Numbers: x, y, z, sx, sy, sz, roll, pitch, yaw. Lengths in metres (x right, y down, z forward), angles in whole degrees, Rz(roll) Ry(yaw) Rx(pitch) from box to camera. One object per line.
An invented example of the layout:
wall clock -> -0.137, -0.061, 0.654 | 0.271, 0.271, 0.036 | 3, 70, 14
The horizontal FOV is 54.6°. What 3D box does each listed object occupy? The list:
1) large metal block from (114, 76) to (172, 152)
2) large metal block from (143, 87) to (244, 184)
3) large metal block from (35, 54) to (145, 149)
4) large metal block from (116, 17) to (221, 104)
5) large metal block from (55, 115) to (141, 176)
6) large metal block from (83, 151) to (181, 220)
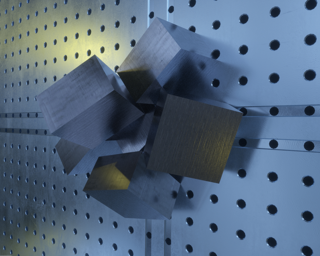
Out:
large metal block -> -0.020, -0.012, 0.413 | 0.080, 0.050, 0.080 | -47, 62, 30
large metal block -> 0.032, 0.007, 0.338 | 0.050, 0.080, 0.080 | -115, 39, -73
large metal block -> -0.077, -0.025, 0.356 | 0.080, 0.080, 0.050 | -34, 67, 8
large metal block -> 0.010, -0.073, 0.366 | 0.080, 0.081, 0.050 | -47, 63, 30
large metal block -> -0.089, 0.021, 0.447 | 0.080, 0.081, 0.050 | -46, 63, 30
large metal block -> -0.035, 0.075, 0.394 | 0.080, 0.080, 0.050 | -11, 47, 39
